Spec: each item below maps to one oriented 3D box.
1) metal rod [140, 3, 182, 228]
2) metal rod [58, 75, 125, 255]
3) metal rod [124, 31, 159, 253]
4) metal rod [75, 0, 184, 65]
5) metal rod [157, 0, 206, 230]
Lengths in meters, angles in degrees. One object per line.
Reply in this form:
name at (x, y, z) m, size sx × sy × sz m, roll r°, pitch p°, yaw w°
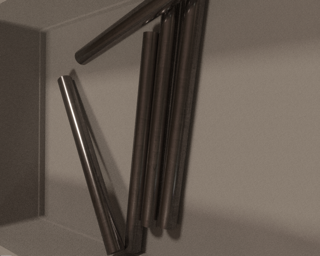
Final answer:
metal rod at (0.001, -0.019, 0.403) m, size 0.025 × 0.025 × 0.298 m, roll 10°, pitch 96°, yaw 39°
metal rod at (-0.113, 0.043, 0.481) m, size 0.025 × 0.025 × 0.299 m, roll -39°, pitch 62°, yaw 33°
metal rod at (-0.024, 0.022, 0.424) m, size 0.025 × 0.025 × 0.298 m, roll 9°, pitch 96°, yaw 39°
metal rod at (-0.030, -0.142, 0.402) m, size 0.299 × 0.025 × 0.025 m, roll -15°, pitch 81°, yaw 47°
metal rod at (0.027, -0.022, 0.383) m, size 0.025 × 0.025 × 0.298 m, roll 11°, pitch 97°, yaw 39°
